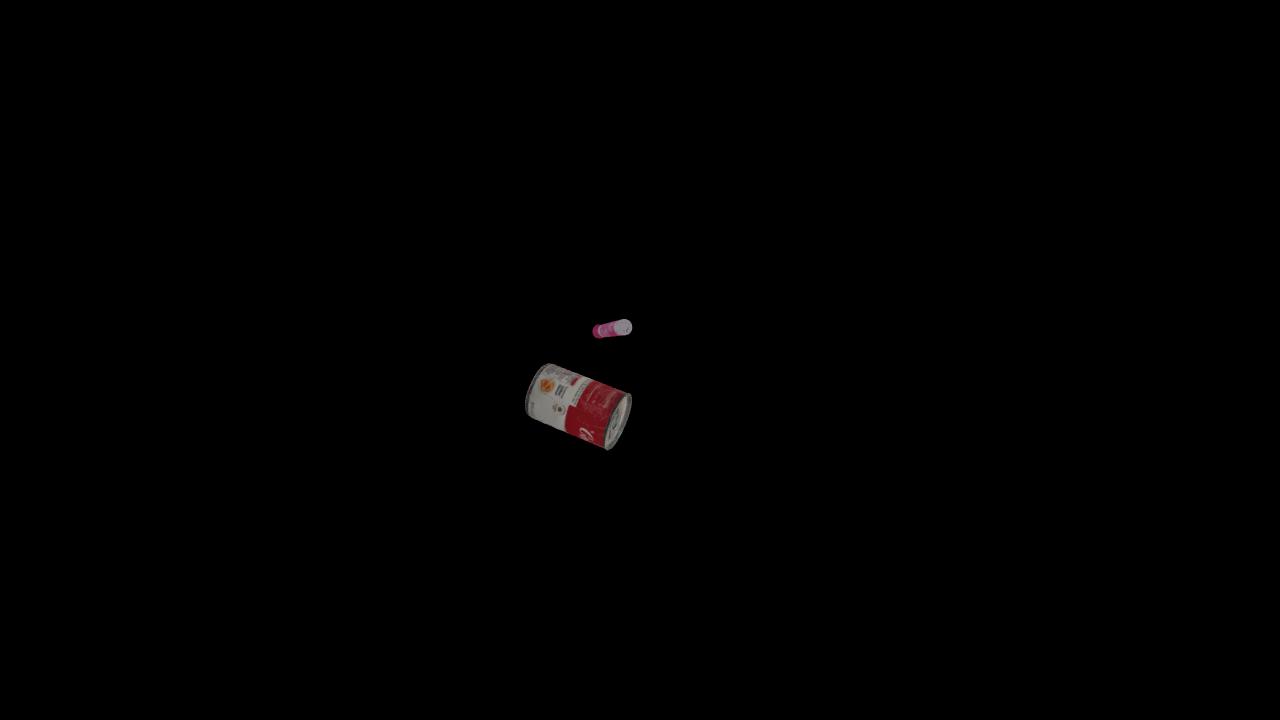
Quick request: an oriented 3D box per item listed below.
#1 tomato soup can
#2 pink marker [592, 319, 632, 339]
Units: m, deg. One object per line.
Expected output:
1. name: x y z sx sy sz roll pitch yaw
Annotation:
1. tomato soup can: -0.068 0.050 0.682 0.101 0.068 0.068 21 5 14
2. pink marker: -0.037 -0.037 0.760 0.020 0.020 0.121 0 0 -19
